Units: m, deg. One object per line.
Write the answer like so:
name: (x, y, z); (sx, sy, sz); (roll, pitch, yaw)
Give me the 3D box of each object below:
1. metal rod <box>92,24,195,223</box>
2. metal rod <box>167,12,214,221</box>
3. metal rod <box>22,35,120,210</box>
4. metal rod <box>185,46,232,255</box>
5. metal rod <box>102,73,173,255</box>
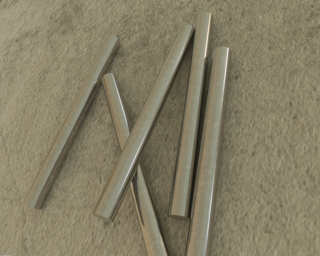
metal rod: (-0.009, -0.026, 0.401); (0.025, 0.025, 0.300); (5, 58, 30)
metal rod: (0.044, -0.035, 0.400); (0.025, 0.025, 0.299); (-4, 60, 26)
metal rod: (-0.129, -0.022, 0.482); (0.025, 0.025, 0.300); (7, 65, 31)
metal rod: (0.057, 0.029, 0.354); (0.025, 0.025, 0.299); (-2, 60, 27)
metal rod: (-0.038, 0.034, 0.401); (0.025, 0.025, 0.299); (-28, 52, 10)
